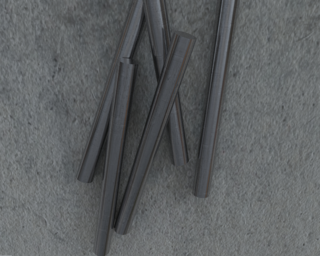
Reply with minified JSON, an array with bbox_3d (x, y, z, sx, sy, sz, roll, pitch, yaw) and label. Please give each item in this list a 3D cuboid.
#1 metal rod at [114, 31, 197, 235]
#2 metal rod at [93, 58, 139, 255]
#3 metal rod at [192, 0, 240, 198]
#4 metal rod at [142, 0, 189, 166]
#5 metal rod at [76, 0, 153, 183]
[{"bbox_3d":[-0.015,0.027,0.393,0.025,0.025,0.298,15,119,-6],"label":"metal rod"},{"bbox_3d":[-0.063,0.056,0.416,0.025,0.025,0.298,10,115,-4],"label":"metal rod"},{"bbox_3d":[0.071,-0.045,0.394,0.025,0.025,0.298,4,110,-2],"label":"metal rod"},{"bbox_3d":[0.003,-0.086,0.360,0.025,0.025,0.298,-9,117,3],"label":"metal rod"},{"bbox_3d":[-0.053,-0.061,0.386,0.025,0.025,0.298,19,109,-7],"label":"metal rod"}]
